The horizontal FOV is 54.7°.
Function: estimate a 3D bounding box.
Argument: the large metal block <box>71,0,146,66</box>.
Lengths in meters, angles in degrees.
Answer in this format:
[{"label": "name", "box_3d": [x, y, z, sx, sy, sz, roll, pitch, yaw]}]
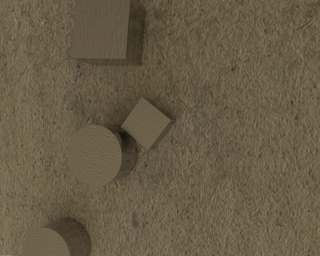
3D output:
[{"label": "large metal block", "box_3d": [-0.069, -0.129, 0.420, 0.080, 0.050, 0.079, 5, 92, 20]}]

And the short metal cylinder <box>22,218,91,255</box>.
[{"label": "short metal cylinder", "box_3d": [-0.148, 0.176, 0.448, 0.080, 0.050, 0.080, 0, 90, 20]}]

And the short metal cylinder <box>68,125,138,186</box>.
[{"label": "short metal cylinder", "box_3d": [-0.077, 0.035, 0.423, 0.080, 0.050, 0.080, 0, 90, 20]}]

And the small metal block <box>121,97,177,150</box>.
[{"label": "small metal block", "box_3d": [-0.015, -0.006, 0.414, 0.050, 0.025, 0.050, 40, 102, 15]}]
